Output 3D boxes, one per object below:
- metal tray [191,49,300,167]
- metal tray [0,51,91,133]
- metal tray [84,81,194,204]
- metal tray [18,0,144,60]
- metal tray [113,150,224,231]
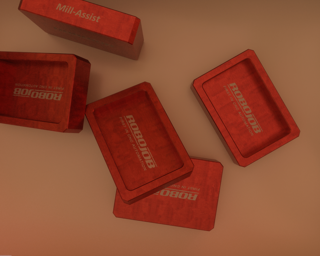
[{"bbox_3d":[0.111,-0.025,0.410,0.090,0.030,0.130,-30,90,-1],"label":"metal tray"},{"bbox_3d":[-0.154,-0.046,0.383,0.130,0.030,0.089,7,90,21],"label":"metal tray"},{"bbox_3d":[-0.028,0.016,0.380,0.091,0.030,0.130,-24,71,-11],"label":"metal tray"},{"bbox_3d":[-0.088,-0.124,0.377,0.131,0.090,0.030,17,90,-1],"label":"metal tray"},{"bbox_3d":[0.011,0.079,0.409,0.131,0.030,0.089,9,90,-1],"label":"metal tray"}]
